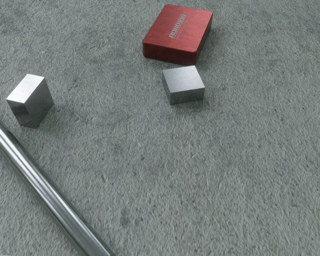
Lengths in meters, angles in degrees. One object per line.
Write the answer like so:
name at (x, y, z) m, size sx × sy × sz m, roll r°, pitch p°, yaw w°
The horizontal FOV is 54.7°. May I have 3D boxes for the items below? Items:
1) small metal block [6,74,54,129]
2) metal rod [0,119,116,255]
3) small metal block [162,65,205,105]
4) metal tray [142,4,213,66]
small metal block at (-0.172, -0.035, 0.415) m, size 0.025 × 0.050 × 0.050 m, roll 12°, pitch 51°, yaw 10°
metal rod at (-0.156, 0.046, 0.362) m, size 0.025 × 0.025 × 0.300 m, roll -36°, pitch 59°, yaw -27°
small metal block at (0.033, -0.064, 0.457) m, size 0.050 × 0.025 × 0.050 m, roll -10°, pitch 51°, yaw -9°
metal tray at (0.034, -0.164, 0.539) m, size 0.090 × 0.030 × 0.130 m, roll 15°, pitch 51°, yaw 11°
